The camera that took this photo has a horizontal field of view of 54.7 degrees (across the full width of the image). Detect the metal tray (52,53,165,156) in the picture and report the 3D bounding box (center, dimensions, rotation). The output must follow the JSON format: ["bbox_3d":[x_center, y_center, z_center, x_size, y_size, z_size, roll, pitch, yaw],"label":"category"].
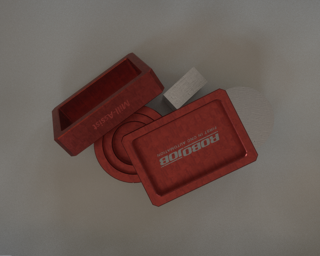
[{"bbox_3d":[-0.067,-0.033,0.375,0.130,0.090,0.030,-36,122,-1],"label":"metal tray"}]

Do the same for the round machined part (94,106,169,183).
[{"bbox_3d":[-0.032,0.019,0.402,0.099,0.042,0.097,0,90,-1],"label":"round machined part"}]

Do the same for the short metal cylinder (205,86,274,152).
[{"bbox_3d":[0.098,-0.011,0.398,0.081,0.050,0.079,0,90,-1],"label":"short metal cylinder"}]

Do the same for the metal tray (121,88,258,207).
[{"bbox_3d":[0.033,0.022,0.360,0.130,0.030,0.090,-26,90,4],"label":"metal tray"}]

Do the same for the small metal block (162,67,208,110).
[{"bbox_3d":[0.030,-0.048,0.397,0.050,0.050,0.025,-43,90,-2],"label":"small metal block"}]
